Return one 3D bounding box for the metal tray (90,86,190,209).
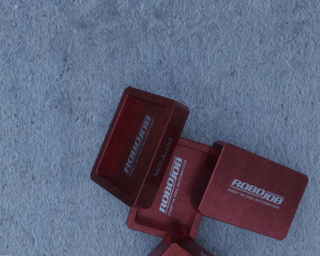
[{"bbox_3d":[-0.028,0.021,0.381,0.090,0.030,0.129,22,90,41],"label":"metal tray"}]

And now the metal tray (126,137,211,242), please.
[{"bbox_3d":[0.017,0.076,0.407,0.090,0.030,0.129,17,90,0],"label":"metal tray"}]

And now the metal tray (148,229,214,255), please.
[{"bbox_3d":[0.041,0.200,0.390,0.130,0.030,0.090,38,105,-6],"label":"metal tray"}]

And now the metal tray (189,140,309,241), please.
[{"bbox_3d":[0.114,0.079,0.390,0.131,0.030,0.090,22,89,-17],"label":"metal tray"}]
